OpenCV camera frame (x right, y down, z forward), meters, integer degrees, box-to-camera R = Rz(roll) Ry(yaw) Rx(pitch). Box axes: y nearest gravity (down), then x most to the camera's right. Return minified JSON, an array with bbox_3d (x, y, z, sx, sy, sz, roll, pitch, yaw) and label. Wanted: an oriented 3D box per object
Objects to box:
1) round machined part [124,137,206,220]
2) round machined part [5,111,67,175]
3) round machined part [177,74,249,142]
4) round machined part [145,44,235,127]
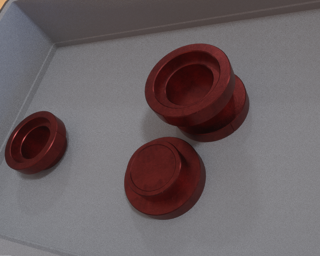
[{"bbox_3d":[0.000,0.053,0.362,0.098,0.042,0.098,-13,56,21],"label":"round machined part"},{"bbox_3d":[-0.184,0.026,0.476,0.098,0.042,0.098,-13,56,21],"label":"round machined part"},{"bbox_3d":[0.057,-0.035,0.386,0.098,0.042,0.098,-13,56,21],"label":"round machined part"},{"bbox_3d":[0.036,-0.044,0.349,0.098,0.042,0.098,-13,56,21],"label":"round machined part"}]
